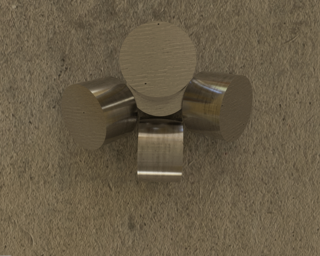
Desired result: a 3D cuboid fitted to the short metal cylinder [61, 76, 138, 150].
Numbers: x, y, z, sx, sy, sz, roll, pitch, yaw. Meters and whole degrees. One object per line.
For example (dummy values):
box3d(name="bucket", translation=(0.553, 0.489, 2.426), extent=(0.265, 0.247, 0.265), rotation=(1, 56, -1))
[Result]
box3d(name="short metal cylinder", translation=(-0.074, -0.019, 0.378), extent=(0.080, 0.050, 0.079), rotation=(17, 118, 35))

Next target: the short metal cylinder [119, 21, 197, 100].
box3d(name="short metal cylinder", translation=(-0.002, -0.072, 0.348), extent=(0.081, 0.050, 0.079), rotation=(0, 90, -1))

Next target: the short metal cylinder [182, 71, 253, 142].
box3d(name="short metal cylinder", translation=(0.072, -0.027, 0.379), extent=(0.050, 0.080, 0.080), rotation=(15, 90, 38))

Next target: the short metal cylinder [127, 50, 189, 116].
box3d(name="short metal cylinder", translation=(0.000, -0.054, 0.399), extent=(0.081, 0.050, 0.079), rotation=(0, 90, -1))

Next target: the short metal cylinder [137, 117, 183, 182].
box3d(name="short metal cylinder", translation=(0.000, 0.026, 0.383), extent=(0.050, 0.080, 0.079), rotation=(2, 90, 0))
